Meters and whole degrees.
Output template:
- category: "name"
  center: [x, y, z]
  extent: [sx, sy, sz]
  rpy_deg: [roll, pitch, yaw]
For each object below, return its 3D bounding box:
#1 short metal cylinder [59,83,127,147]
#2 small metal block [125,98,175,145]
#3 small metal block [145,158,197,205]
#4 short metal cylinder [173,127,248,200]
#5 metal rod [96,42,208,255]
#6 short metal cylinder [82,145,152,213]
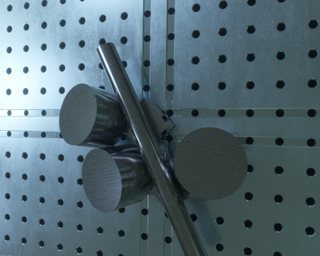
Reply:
- category: "short metal cylinder"
  center: [-0.089, -0.014, 0.412]
  extent: [0.080, 0.050, 0.080]
  rpy_deg: [-9, 76, 39]
- category: "small metal block"
  center: [-0.018, -0.004, 0.415]
  extent: [0.050, 0.025, 0.050]
  rpy_deg: [-45, 76, 14]
- category: "small metal block"
  center: [0.017, 0.073, 0.402]
  extent: [0.050, 0.025, 0.050]
  rpy_deg: [-42, 77, 15]
- category: "short metal cylinder"
  center: [0.056, 0.044, 0.362]
  extent: [0.081, 0.050, 0.080]
  rpy_deg: [0, 75, 1]
- category: "metal rod"
  center: [-0.012, 0.029, 0.385]
  extent: [0.025, 0.025, 0.299]
  rpy_deg: [-27, 81, 18]
- category: "short metal cylinder"
  center: [-0.057, 0.063, 0.401]
  extent: [0.080, 0.050, 0.079]
  rpy_deg: [5, 97, 42]
